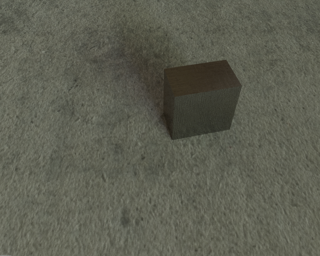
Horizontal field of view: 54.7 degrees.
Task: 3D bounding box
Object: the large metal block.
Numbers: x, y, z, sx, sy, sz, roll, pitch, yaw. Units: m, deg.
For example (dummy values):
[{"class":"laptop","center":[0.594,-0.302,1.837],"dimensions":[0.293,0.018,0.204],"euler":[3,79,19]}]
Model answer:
[{"class":"large metal block","center":[0.050,-0.035,0.398],"dimensions":[0.081,0.080,0.050],"euler":[-10,51,-9]}]
